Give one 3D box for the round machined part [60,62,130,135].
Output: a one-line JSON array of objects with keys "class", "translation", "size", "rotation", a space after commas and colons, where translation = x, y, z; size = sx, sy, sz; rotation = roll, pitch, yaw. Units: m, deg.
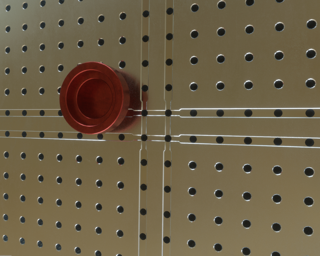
[{"class": "round machined part", "translation": [-0.086, -0.040, 0.433], "size": [0.098, 0.042, 0.097], "rotation": [0, 90, 19]}]
